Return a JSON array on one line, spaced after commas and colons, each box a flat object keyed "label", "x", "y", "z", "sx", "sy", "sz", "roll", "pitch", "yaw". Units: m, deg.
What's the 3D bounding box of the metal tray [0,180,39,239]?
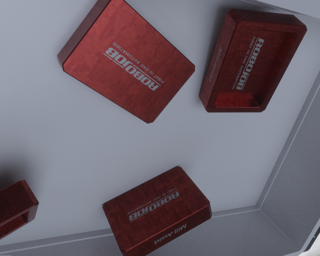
[{"label": "metal tray", "x": -0.193, "y": 0.108, "z": 0.311, "sx": 0.131, "sy": 0.030, "sz": 0.090, "roll": -29, "pitch": 169, "yaw": -34}]

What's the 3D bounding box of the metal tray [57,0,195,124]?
[{"label": "metal tray", "x": -0.032, "y": -0.071, "z": 0.345, "sx": 0.130, "sy": 0.030, "sz": 0.090, "roll": 33, "pitch": 100, "yaw": -39}]

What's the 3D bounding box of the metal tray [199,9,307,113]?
[{"label": "metal tray", "x": 0.111, "y": -0.077, "z": 0.389, "sx": 0.091, "sy": 0.030, "sz": 0.129, "roll": -1, "pitch": 134, "yaw": -16}]

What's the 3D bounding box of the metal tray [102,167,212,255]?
[{"label": "metal tray", "x": -0.005, "y": 0.117, "z": 0.437, "sx": 0.131, "sy": 0.090, "sz": 0.030, "roll": -25, "pitch": 128, "yaw": -13}]

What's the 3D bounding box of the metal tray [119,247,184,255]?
[{"label": "metal tray", "x": -0.022, "y": 0.254, "z": 0.554, "sx": 0.131, "sy": 0.030, "sz": 0.090, "roll": 31, "pitch": 101, "yaw": -38}]
